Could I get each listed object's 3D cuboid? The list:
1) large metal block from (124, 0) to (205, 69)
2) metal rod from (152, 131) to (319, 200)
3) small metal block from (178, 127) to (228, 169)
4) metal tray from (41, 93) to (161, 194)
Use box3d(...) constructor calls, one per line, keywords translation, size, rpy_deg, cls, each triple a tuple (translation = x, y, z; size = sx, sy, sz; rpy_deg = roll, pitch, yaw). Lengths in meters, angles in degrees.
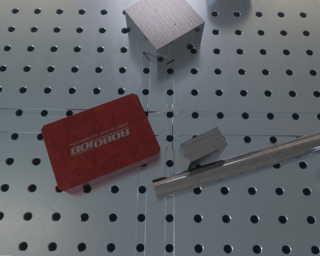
box3d(translation=(0.006, -0.147, 0.452), size=(0.080, 0.050, 0.080), rpy_deg=(-33, 73, -11), cls="large metal block")
box3d(translation=(0.138, 0.037, 0.398), size=(0.302, 0.025, 0.025), rpy_deg=(-15, 71, -6), cls="metal rod")
box3d(translation=(0.052, 0.028, 0.389), size=(0.050, 0.050, 0.025), rpy_deg=(-25, 72, -9), cls="small metal block")
box3d(translation=(-0.075, 0.019, 0.402), size=(0.131, 0.030, 0.090), rpy_deg=(-21, 71, -8), cls="metal tray")
